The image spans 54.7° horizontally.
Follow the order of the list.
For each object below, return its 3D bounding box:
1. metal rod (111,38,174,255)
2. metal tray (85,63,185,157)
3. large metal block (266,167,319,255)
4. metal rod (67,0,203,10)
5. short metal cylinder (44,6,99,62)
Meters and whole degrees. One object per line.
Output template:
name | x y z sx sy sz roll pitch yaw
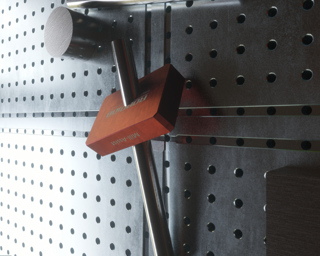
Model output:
metal rod | -0.021 0.035 0.400 0.025 0.025 0.298 -11 90 39
metal tray | -0.033 -0.021 0.400 0.130 0.030 0.090 -21 40 37
large metal block | 0.143 0.080 0.274 0.080 0.050 0.079 0 90 39
metal rod | -0.034 -0.186 0.435 0.300 0.025 0.025 14 99 38
short metal cylinder | -0.146 -0.152 0.511 0.080 0.050 0.079 0 90 39
